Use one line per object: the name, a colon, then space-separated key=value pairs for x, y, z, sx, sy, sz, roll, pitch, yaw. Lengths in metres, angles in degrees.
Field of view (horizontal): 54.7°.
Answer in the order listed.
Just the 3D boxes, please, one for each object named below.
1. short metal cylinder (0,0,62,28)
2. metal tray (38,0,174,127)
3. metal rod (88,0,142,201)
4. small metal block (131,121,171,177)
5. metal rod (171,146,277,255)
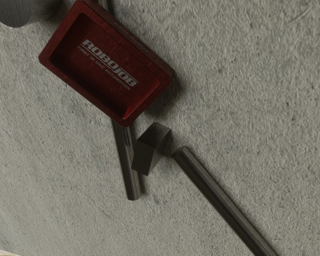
short metal cylinder: x=-0.167 y=-0.167 z=0.373 sx=0.080 sy=0.050 sz=0.079 roll=13 pitch=124 yaw=20
metal tray: x=-0.061 y=-0.072 z=0.360 sx=0.130 sy=0.030 sz=0.090 roll=39 pitch=117 yaw=-14
metal rod: x=-0.057 y=-0.023 z=0.421 sx=0.025 sy=0.025 sz=0.298 roll=7 pitch=122 yaw=24
small metal block: x=-0.012 y=0.027 z=0.412 sx=0.025 sy=0.050 sz=0.050 roll=24 pitch=127 yaw=13
metal rod: x=0.119 y=0.145 z=0.432 sx=0.025 sy=0.025 sz=0.300 roll=-34 pitch=100 yaw=38
